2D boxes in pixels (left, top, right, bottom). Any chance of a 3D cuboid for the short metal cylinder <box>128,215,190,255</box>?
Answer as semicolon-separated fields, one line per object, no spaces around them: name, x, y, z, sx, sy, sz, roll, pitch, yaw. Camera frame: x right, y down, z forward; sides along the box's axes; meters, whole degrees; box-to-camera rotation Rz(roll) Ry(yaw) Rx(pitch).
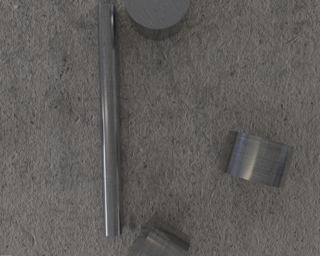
short metal cylinder;-0.006;0.156;0.383;0.050;0.080;0.080;32;90;0

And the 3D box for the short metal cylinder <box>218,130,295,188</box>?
short metal cylinder;0.118;0.038;0.384;0.080;0.080;0.050;15;90;0

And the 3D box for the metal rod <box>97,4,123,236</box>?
metal rod;-0.066;-0.010;0.409;0.025;0.025;0.298;-2;90;0

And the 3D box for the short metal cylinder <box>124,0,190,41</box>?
short metal cylinder;-0.004;-0.159;0.397;0.081;0.050;0.080;0;90;0
